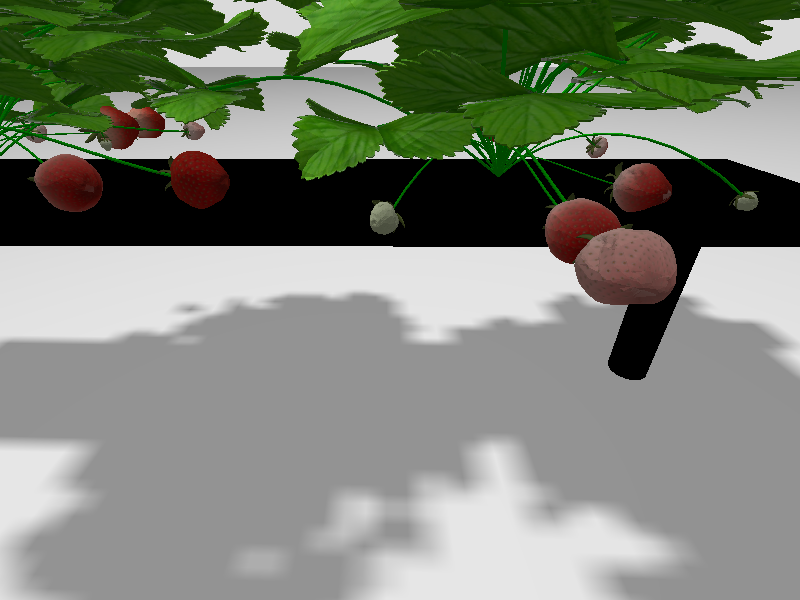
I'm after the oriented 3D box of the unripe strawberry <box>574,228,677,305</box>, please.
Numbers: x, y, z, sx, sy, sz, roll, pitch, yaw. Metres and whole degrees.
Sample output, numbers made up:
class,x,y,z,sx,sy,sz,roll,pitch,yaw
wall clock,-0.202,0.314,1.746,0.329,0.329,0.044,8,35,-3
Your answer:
class,x,y,z,sx,sy,sz,roll,pitch,yaw
unripe strawberry,0.090,-0.011,0.159,0.036,0.033,0.033,-1,32,-1

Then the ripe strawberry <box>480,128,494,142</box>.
class,x,y,z,sx,sy,sz,roll,pitch,yaw
ripe strawberry,0.117,-0.217,0.486,0.043,0.045,0.046,5,32,9

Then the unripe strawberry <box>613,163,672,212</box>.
class,x,y,z,sx,sy,sz,roll,pitch,yaw
unripe strawberry,0.156,-0.071,0.257,0.035,0.031,0.032,-22,38,-31

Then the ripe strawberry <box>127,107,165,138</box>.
class,x,y,z,sx,sy,sz,roll,pitch,yaw
ripe strawberry,-0.306,-0.215,0.484,0.043,0.037,0.043,10,33,16

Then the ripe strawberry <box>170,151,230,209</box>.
class,x,y,z,sx,sy,sz,roll,pitch,yaw
ripe strawberry,-0.134,-0.082,0.273,0.038,0.037,0.035,10,33,15

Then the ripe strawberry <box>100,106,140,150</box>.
class,x,y,z,sx,sy,sz,roll,pitch,yaw
ripe strawberry,-0.312,-0.192,0.444,0.042,0.044,0.046,12,33,19

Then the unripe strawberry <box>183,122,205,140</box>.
class,x,y,z,sx,sy,sz,roll,pitch,yaw
unripe strawberry,-0.247,-0.204,0.482,0.024,0.021,0.022,20,37,29

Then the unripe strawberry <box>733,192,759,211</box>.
class,x,y,z,sx,sy,sz,roll,pitch,yaw
unripe strawberry,0.230,-0.065,0.265,0.011,0.012,0.013,-40,-3,-46

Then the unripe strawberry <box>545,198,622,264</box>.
class,x,y,z,sx,sy,sz,roll,pitch,yaw
unripe strawberry,0.089,-0.032,0.193,0.036,0.031,0.036,-1,32,-1

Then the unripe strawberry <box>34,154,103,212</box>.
class,x,y,z,sx,sy,sz,roll,pitch,yaw
unripe strawberry,-0.213,-0.075,0.263,0.038,0.037,0.035,17,36,25

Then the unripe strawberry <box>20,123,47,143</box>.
class,x,y,z,sx,sy,sz,roll,pitch,yaw
unripe strawberry,-0.430,-0.199,0.473,0.024,0.025,0.026,-12,17,-19

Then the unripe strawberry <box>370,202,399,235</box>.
class,x,y,z,sx,sy,sz,roll,pitch,yaw
unripe strawberry,-0.010,-0.046,0.229,0.016,0.018,0.018,21,51,30

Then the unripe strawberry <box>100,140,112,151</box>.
class,x,y,z,sx,sy,sz,roll,pitch,yaw
unripe strawberry,-0.311,-0.164,0.425,0.010,0.011,0.011,16,35,24

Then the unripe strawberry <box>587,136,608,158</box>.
class,x,y,z,sx,sy,sz,roll,pitch,yaw
unripe strawberry,0.198,-0.151,0.398,0.019,0.020,0.018,2,25,-36
